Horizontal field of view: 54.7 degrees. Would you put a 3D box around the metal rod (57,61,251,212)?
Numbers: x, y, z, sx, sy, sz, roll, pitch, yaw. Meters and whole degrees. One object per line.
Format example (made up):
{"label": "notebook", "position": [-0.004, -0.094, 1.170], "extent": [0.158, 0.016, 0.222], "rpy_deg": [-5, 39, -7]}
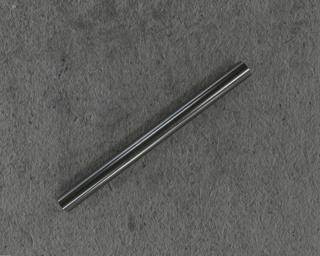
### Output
{"label": "metal rod", "position": [-0.007, 0.011, 0.411], "extent": [0.301, 0.025, 0.025], "rpy_deg": [-37, 90, -1]}
